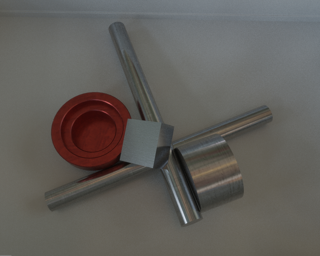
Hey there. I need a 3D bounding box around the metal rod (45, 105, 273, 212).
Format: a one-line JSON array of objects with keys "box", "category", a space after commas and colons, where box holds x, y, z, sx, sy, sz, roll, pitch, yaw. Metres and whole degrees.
[{"box": [0.005, 0.035, 0.395, 0.302, 0.025, 0.025, -21, 72, -8], "category": "metal rod"}]

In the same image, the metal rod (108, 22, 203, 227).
[{"box": [-0.015, -0.024, 0.398, 0.025, 0.025, 0.299, -18, 64, -7], "category": "metal rod"}]

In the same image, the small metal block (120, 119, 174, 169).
[{"box": [-0.015, 0.018, 0.358, 0.050, 0.025, 0.050, 8, 85, 37], "category": "small metal block"}]

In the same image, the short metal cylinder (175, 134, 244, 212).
[{"box": [0.055, 0.052, 0.361, 0.050, 0.080, 0.080, -19, 71, -7], "category": "short metal cylinder"}]

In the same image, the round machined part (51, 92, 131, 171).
[{"box": [-0.083, 0.007, 0.396, 0.099, 0.042, 0.098, 0, 70, -1], "category": "round machined part"}]
